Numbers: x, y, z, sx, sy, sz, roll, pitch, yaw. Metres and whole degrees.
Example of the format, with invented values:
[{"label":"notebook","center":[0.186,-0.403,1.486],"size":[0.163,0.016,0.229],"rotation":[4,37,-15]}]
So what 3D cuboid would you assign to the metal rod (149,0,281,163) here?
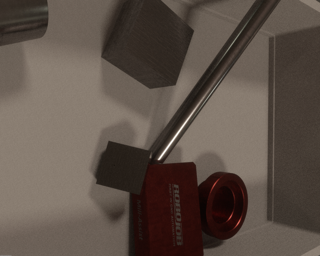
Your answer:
[{"label":"metal rod","center":[0.080,-0.082,0.390],"size":[0.025,0.025,0.299],"rotation":[31,97,-36]}]

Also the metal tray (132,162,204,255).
[{"label":"metal tray","center":[0.011,0.111,0.402],"size":[0.091,0.030,0.129],"rotation":[2,80,-40]}]

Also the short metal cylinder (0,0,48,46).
[{"label":"short metal cylinder","center":[-0.137,-0.110,0.257],"size":[0.050,0.080,0.080],"rotation":[-28,108,-37]}]

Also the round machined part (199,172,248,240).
[{"label":"round machined part","center":[0.088,0.115,0.472],"size":[0.099,0.042,0.097],"rotation":[0,90,-40]}]

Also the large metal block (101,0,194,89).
[{"label":"large metal block","center":[-0.013,-0.104,0.381],"size":[0.080,0.050,0.080],"rotation":[30,71,-36]}]

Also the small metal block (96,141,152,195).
[{"label":"small metal block","center":[-0.040,0.046,0.357],"size":[0.050,0.025,0.050],"rotation":[14,78,4]}]
